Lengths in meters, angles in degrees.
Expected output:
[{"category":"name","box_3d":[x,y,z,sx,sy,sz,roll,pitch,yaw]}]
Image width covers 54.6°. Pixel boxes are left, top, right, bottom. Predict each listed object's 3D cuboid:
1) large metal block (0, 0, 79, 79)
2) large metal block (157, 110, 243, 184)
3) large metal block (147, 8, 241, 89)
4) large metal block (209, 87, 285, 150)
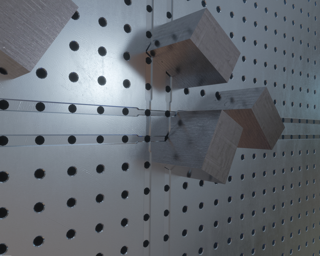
[{"category":"large metal block","box_3d":[-0.136,-0.103,0.278,0.080,0.050,0.080,41,66,-33]},{"category":"large metal block","box_3d":[0.054,0.024,0.417,0.050,0.080,0.080,35,69,-35]},{"category":"large metal block","box_3d":[0.045,-0.100,0.409,0.080,0.080,0.050,40,66,-33]},{"category":"large metal block","box_3d":[0.134,-0.014,0.484,0.050,0.080,0.080,-49,119,-28]}]
